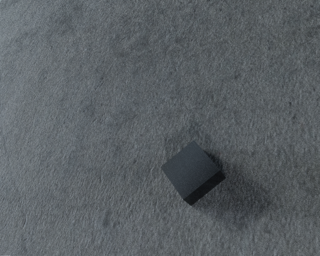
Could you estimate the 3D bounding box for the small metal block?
[{"bbox_3d":[0.037,0.051,0.352,0.050,0.025,0.050,-39,51,1],"label":"small metal block"}]
